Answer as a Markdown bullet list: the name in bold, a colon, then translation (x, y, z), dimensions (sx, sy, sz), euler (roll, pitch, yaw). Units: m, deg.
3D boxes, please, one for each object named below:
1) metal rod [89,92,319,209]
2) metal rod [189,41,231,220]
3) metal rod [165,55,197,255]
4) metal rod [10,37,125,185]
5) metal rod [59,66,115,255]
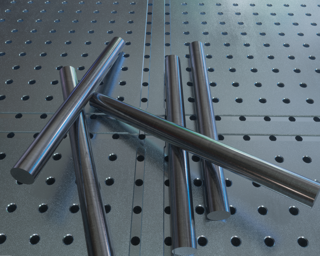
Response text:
- **metal rod**: translation (0.026, 0.011, 0.362), dimensions (0.300, 0.025, 0.025), euler (24, 53, 32)
- **metal rod**: translation (0.062, -0.021, 0.426), dimensions (0.025, 0.025, 0.300), euler (0, 50, -1)
- **metal rod**: translation (0.022, 0.007, 0.402), dimensions (0.025, 0.025, 0.300), euler (0, 50, -1)
- **metal rod**: translation (-0.104, -0.048, 0.417), dimensions (0.025, 0.025, 0.301), euler (10, 42, 8)
- **metal rod**: translation (-0.098, 0.024, 0.385), dimensions (0.025, 0.025, 0.299), euler (-13, 51, -11)
